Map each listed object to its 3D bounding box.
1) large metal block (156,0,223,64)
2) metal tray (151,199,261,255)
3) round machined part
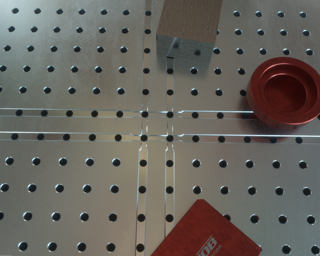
[{"bbox_3d":[0.042,-0.148,0.453,0.080,0.050,0.080,11,70,4],"label":"large metal block"},{"bbox_3d":[0.038,0.158,0.351,0.090,0.030,0.130,40,74,13],"label":"metal tray"},{"bbox_3d":[0.166,-0.043,0.419,0.099,0.042,0.098,0,70,0],"label":"round machined part"}]
